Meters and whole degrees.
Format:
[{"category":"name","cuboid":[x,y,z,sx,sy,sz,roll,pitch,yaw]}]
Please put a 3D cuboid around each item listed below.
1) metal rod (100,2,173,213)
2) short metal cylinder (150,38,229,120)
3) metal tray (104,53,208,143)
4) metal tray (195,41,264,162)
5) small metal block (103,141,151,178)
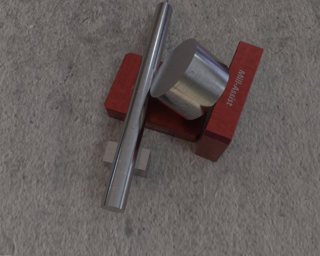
[{"category":"metal rod","cuboid":[-0.021,-0.046,0.385,0.025,0.025,0.300,10,61,3]},{"category":"short metal cylinder","cuboid":[0.033,-0.056,0.362,0.050,0.080,0.080,33,70,-24]},{"category":"metal tray","cuboid":[0.002,-0.042,0.422,0.131,0.030,0.090,17,71,6]},{"category":"metal tray","cuboid":[0.085,-0.030,0.387,0.030,0.090,0.130,22,71,7]},{"category":"small metal block","cuboid":[-0.038,0.040,0.381,0.050,0.050,0.025,12,71,4]}]
